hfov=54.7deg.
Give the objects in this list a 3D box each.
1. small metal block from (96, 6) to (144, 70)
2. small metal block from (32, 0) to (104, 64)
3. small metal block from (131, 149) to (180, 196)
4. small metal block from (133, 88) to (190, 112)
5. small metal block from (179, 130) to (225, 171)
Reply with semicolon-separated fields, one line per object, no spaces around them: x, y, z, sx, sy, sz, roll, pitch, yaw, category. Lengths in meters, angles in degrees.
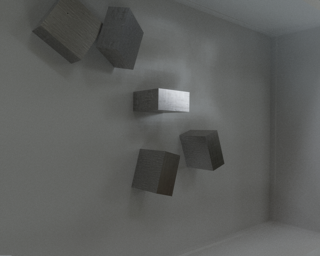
-0.044;-0.101;0.354;0.050;0.025;0.050;45;57;-69;small metal block
-0.095;-0.105;0.326;0.050;0.025;0.050;41;65;-33;small metal block
-0.006;0.054;0.385;0.025;0.050;0.050;20;77;-38;small metal block
0.001;-0.033;0.391;0.050;0.050;0.025;1;89;-40;small metal block
0.059;0.030;0.440;0.025;0.050;0.050;-24;105;-38;small metal block
